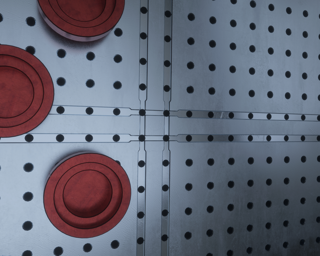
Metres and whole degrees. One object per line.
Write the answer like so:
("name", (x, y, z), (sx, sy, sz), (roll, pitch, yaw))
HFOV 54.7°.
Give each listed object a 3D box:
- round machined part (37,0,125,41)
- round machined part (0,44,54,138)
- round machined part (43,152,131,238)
("round machined part", (-0.095, -0.152, 0.369), (0.099, 0.042, 0.097), (0, 90, -21))
("round machined part", (-0.169, -0.039, 0.341), (0.099, 0.042, 0.097), (0, 90, -21))
("round machined part", (-0.088, 0.077, 0.372), (0.099, 0.042, 0.097), (0, 90, -21))
